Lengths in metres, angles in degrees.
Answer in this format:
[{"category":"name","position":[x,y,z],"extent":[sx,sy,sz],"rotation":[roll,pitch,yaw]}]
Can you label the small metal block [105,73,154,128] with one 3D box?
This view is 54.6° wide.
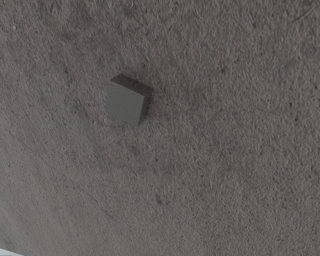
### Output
[{"category":"small metal block","position":[-0.041,-0.036,0.407],"extent":[0.050,0.025,0.050],"rotation":[26,128,12]}]
